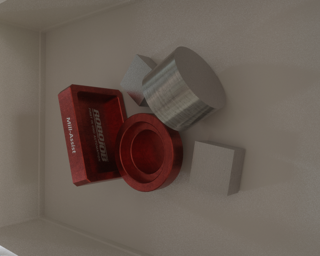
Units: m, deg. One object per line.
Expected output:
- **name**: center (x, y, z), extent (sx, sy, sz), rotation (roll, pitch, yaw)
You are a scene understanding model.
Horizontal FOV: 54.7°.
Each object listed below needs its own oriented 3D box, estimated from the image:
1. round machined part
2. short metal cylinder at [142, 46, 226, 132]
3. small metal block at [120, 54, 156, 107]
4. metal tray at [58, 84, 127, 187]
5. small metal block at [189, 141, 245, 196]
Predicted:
- **round machined part**: center (-0.010, 0.030, 0.398), extent (0.098, 0.042, 0.097), rotation (0, 90, 39)
- **short metal cylinder**: center (0.027, -0.043, 0.345), extent (0.050, 0.081, 0.080), rotation (-36, 68, 34)
- **small metal block**: center (-0.021, -0.064, 0.420), extent (0.050, 0.025, 0.050), rotation (49, 119, 30)
- **metal tray**: center (-0.084, 0.009, 0.429), extent (0.030, 0.091, 0.129), rotation (-22, 76, 38)
- **small metal block**: center (0.064, 0.044, 0.350), extent (0.050, 0.025, 0.050), rotation (12, 97, 40)
